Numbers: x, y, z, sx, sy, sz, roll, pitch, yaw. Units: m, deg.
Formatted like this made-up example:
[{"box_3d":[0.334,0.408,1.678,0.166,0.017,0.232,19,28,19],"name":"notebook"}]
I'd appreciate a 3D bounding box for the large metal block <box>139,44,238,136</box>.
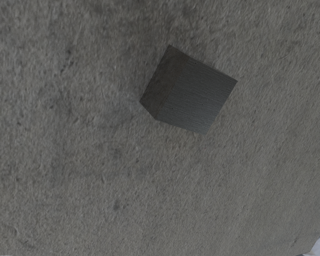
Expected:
[{"box_3d":[0.034,-0.045,0.383,0.081,0.050,0.080,17,109,-35],"name":"large metal block"}]
